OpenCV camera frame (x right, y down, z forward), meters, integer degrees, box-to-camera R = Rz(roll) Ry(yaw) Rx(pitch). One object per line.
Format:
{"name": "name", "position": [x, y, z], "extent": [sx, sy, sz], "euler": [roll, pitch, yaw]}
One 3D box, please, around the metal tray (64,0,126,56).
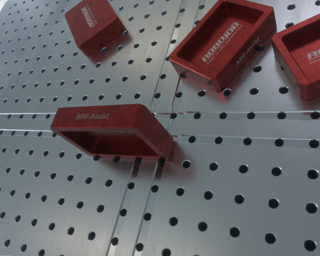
{"name": "metal tray", "position": [-0.129, -0.206, 0.601], "extent": [0.090, 0.030, 0.130], "euler": [-34, 51, 6]}

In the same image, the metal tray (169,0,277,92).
{"name": "metal tray", "position": [0.086, -0.122, 0.434], "extent": [0.130, 0.030, 0.090], "euler": [-49, 51, -7]}

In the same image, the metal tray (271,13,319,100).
{"name": "metal tray", "position": [0.208, -0.096, 0.354], "extent": [0.130, 0.030, 0.090], "euler": [-23, 53, 14]}

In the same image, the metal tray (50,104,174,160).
{"name": "metal tray", "position": [-0.060, 0.007, 0.394], "extent": [0.130, 0.090, 0.030], "euler": [0, 62, 28]}
